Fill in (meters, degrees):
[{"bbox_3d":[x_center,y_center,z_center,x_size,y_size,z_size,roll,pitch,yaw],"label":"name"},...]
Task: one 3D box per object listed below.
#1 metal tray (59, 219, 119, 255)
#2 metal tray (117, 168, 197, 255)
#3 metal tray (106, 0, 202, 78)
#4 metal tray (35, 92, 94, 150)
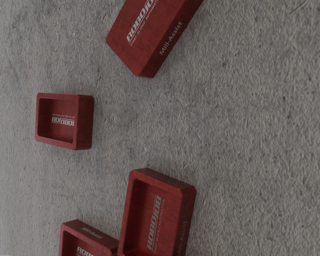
[{"bbox_3d":[-0.112,0.210,0.494,0.130,0.030,0.089,9,96,39],"label":"metal tray"},{"bbox_3d":[-0.007,0.127,0.407,0.090,0.030,0.129,15,100,39],"label":"metal tray"},{"bbox_3d":[-0.012,-0.143,0.412,0.090,0.030,0.129,50,119,28],"label":"metal tray"},{"bbox_3d":[-0.170,-0.015,0.542,0.130,0.030,0.089,7,95,39],"label":"metal tray"}]
